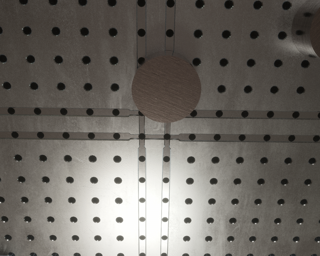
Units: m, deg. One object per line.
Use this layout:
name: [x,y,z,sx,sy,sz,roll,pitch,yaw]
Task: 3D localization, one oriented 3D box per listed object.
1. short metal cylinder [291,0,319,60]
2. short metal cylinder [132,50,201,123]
short metal cylinder: [0.204,-0.117,0.360,0.081,0.050,0.079,0,110,-1]
short metal cylinder: [0.007,-0.052,0.381,0.081,0.050,0.079,0,110,-1]
